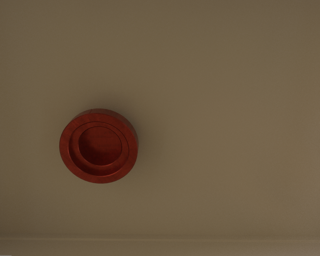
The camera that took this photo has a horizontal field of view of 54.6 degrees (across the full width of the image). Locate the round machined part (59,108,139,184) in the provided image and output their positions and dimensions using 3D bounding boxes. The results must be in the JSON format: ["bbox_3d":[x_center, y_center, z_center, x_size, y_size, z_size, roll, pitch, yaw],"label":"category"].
[{"bbox_3d":[-0.077,0.020,0.409,0.099,0.042,0.097,0,110,0],"label":"round machined part"}]
